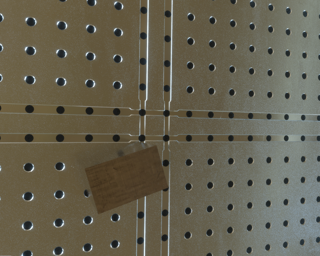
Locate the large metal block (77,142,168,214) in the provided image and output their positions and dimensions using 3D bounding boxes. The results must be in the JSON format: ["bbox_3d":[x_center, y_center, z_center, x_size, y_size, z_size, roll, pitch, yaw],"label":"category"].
[{"bbox_3d":[-0.047,0.054,0.367,0.081,0.080,0.050,-17,96,-20],"label":"large metal block"}]
